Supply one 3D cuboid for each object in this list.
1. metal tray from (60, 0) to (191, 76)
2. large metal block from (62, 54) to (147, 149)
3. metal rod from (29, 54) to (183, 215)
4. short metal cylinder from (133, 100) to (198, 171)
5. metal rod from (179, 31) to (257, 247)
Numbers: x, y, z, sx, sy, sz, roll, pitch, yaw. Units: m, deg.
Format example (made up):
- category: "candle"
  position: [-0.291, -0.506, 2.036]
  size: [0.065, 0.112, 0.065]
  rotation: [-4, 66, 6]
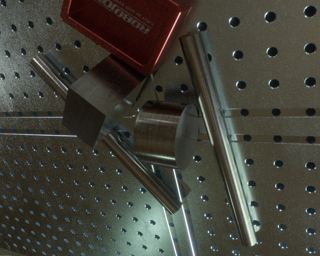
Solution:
- category: "metal tray"
  position: [-0.043, -0.131, 0.348]
  size: [0.130, 0.030, 0.089]
  rotation: [34, 129, 5]
- category: "large metal block"
  position: [-0.069, -0.033, 0.378]
  size: [0.050, 0.080, 0.080]
  rotation: [38, 143, 2]
- category: "metal rod"
  position: [-0.076, 0.013, 0.457]
  size: [0.300, 0.025, 0.025]
  rotation: [48, 129, -6]
- category: "short metal cylinder"
  position: [0.010, 0.008, 0.374]
  size: [0.050, 0.080, 0.079]
  rotation: [8, 122, 24]
- category: "metal rod"
  position: [0.079, 0.030, 0.387]
  size: [0.025, 0.025, 0.298]
  rotation: [-6, 116, 30]
